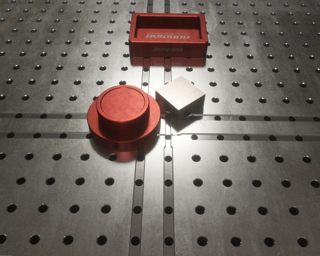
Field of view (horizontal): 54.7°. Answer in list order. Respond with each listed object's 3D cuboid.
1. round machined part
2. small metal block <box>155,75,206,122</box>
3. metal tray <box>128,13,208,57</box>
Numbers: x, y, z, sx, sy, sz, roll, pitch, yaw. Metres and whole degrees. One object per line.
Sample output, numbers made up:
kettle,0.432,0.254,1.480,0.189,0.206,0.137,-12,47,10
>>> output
round machined part,-0.048,-0.020,0.413,0.099,0.042,0.098,0,50,0
small metal block,0.029,-0.043,0.444,0.050,0.025,0.050,-32,57,-24
metal tray,0.014,-0.164,0.542,0.131,0.030,0.090,1,50,0
